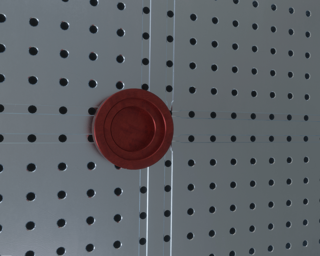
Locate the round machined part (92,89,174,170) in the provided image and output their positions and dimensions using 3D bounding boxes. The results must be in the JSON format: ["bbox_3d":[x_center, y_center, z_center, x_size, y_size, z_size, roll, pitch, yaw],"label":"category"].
[{"bbox_3d":[-0.036,0.001,0.390,0.099,0.042,0.097,0,90,-20],"label":"round machined part"}]
